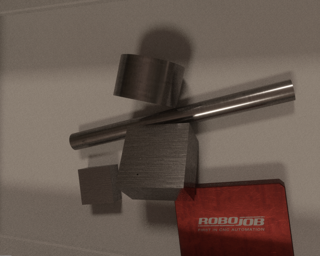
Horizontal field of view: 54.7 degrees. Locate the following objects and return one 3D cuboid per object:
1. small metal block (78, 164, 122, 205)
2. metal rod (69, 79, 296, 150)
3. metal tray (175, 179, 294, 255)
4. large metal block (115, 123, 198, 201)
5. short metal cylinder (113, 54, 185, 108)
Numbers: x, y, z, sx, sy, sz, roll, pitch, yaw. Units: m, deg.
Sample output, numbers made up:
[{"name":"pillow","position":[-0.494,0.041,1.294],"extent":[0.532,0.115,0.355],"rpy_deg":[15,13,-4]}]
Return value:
[{"name":"small metal block","position":[-0.085,0.080,0.439],"extent":[0.050,0.025,0.050],"rpy_deg":[-8,87,19]},{"name":"metal rod","position":[0.014,-0.012,0.404],"extent":[0.301,0.025,0.025],"rpy_deg":[-13,86,19]},{"name":"metal tray","position":[0.087,0.113,0.377],"extent":[0.130,0.030,0.089],"rpy_deg":[-7,88,19]},{"name":"large metal block","position":[0.000,0.042,0.379],"extent":[0.080,0.050,0.080],"rpy_deg":[-3,60,19]},{"name":"short metal cylinder","position":[-0.014,-0.057,0.385],"extent":[0.080,0.080,0.050],"rpy_deg":[13,95,19]}]
